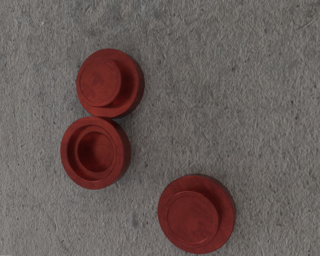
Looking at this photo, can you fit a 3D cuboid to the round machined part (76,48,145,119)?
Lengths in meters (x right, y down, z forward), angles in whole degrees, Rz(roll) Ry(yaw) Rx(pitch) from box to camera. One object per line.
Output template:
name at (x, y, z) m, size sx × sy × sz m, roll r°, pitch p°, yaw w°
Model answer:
round machined part at (-0.074, -0.061, 0.426) m, size 0.098 × 0.042 × 0.097 m, roll 0°, pitch 90°, yaw 20°

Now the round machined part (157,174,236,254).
round machined part at (0.042, 0.108, 0.385) m, size 0.098 × 0.042 × 0.097 m, roll 0°, pitch 90°, yaw 20°

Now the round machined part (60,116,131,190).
round machined part at (-0.084, 0.032, 0.428) m, size 0.098 × 0.042 × 0.097 m, roll 1°, pitch 92°, yaw 20°
